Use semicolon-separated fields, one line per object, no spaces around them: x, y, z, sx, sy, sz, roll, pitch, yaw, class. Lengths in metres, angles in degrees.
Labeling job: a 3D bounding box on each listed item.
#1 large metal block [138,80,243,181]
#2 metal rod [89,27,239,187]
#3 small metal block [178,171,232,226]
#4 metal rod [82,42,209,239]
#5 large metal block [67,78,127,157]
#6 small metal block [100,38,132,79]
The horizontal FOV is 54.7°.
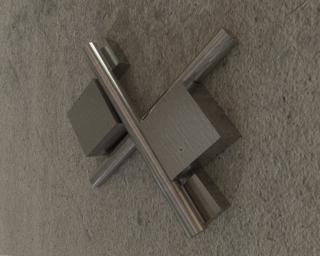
0.033;0.003;0.363;0.080;0.050;0.080;-47;62;30;large metal block
-0.011;-0.010;0.417;0.299;0.025;0.025;-46;63;30;metal rod
0.048;0.087;0.368;0.050;0.025;0.050;-50;61;28;small metal block
-0.031;-0.001;0.398;0.025;0.025;0.299;-47;62;30;metal rod
-0.083;-0.014;0.457;0.080;0.050;0.080;-44;64;31;large metal block
-0.077;-0.098;0.471;0.050;0.025;0.050;-45;63;31;small metal block
